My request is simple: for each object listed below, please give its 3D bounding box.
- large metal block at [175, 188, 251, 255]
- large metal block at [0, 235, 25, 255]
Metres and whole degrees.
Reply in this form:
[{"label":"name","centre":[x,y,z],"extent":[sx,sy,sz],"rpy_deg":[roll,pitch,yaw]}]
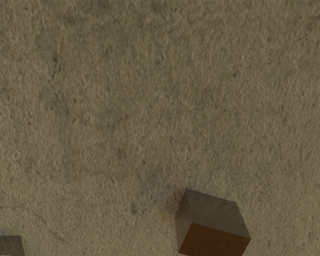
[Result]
[{"label":"large metal block","centre":[0.069,0.136,0.432],"extent":[0.080,0.080,0.050],"rpy_deg":[17,109,-7]},{"label":"large metal block","centre":[-0.241,0.219,0.458],"extent":[0.050,0.080,0.079],"rpy_deg":[-1,110,0]}]
